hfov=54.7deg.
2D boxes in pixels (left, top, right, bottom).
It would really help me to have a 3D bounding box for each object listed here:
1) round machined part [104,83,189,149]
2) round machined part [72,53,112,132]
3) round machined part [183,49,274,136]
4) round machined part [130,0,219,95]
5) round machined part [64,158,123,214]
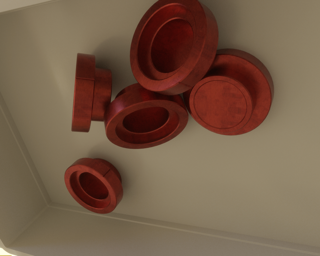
[{"bbox_3d":[-0.019,-0.018,0.373,0.099,0.042,0.098,-11,147,-7],"label":"round machined part"},{"bbox_3d":[-0.086,-0.043,0.391,0.042,0.098,0.097,4,128,-16],"label":"round machined part"},{"bbox_3d":[0.071,-0.033,0.339,0.098,0.042,0.097,13,124,20],"label":"round machined part"},{"bbox_3d":[0.018,-0.081,0.316,0.098,0.042,0.097,-9,77,41],"label":"round machined part"},{"bbox_3d":[-0.102,0.088,0.504,0.098,0.042,0.097,13,124,20],"label":"round machined part"}]
